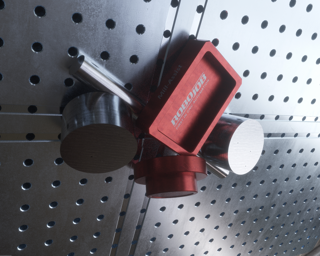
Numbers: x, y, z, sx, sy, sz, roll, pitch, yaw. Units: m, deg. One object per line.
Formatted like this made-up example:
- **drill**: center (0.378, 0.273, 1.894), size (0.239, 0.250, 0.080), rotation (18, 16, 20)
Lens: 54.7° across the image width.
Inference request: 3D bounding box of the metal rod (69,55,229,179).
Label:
- **metal rod**: center (0.008, 0.003, 0.417), size (0.025, 0.025, 0.301), rotation (-49, 129, 6)

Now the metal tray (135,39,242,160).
- **metal tray**: center (0.040, -0.033, 0.390), size (0.090, 0.030, 0.130), rotation (37, 84, -39)

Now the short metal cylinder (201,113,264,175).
- **short metal cylinder**: center (0.106, 0.022, 0.451), size (0.081, 0.050, 0.079), rotation (-11, 108, -37)

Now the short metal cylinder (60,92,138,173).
- **short metal cylinder**: center (-0.068, 0.006, 0.346), size (0.081, 0.050, 0.080), rotation (-8, 136, -7)

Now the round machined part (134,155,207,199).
- **round machined part**: center (0.015, 0.069, 0.416), size (0.099, 0.042, 0.098), rotation (-4, 161, -1)
